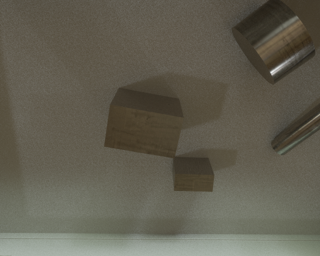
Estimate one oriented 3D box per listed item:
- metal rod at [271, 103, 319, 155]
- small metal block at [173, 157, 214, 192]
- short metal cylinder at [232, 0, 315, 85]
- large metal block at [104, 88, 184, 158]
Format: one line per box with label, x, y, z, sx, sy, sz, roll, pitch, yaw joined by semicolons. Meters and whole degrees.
metal rod;0.227;-0.058;0.321;0.025;0.025;0.298;27;136;-10
small metal block;0.044;0.062;0.422;0.050;0.050;0.025;2;110;-1
short metal cylinder;0.126;-0.096;0.348;0.050;0.080;0.080;-36;107;12
large metal block;-0.019;-0.009;0.378;0.081;0.080;0.050;10;110;-4
